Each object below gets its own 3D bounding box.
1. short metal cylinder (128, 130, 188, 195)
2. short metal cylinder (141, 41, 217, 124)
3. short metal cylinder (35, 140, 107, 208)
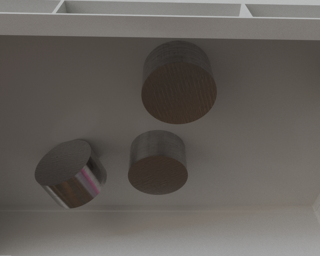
[{"bbox_3d":[-0.003,0.049,0.435,0.081,0.050,0.079,0,130,0],"label":"short metal cylinder"},{"bbox_3d":[0.020,-0.051,0.350,0.081,0.050,0.079,0,130,0],"label":"short metal cylinder"},{"bbox_3d":[-0.120,0.062,0.424,0.080,0.080,0.050,-14,129,11],"label":"short metal cylinder"}]
